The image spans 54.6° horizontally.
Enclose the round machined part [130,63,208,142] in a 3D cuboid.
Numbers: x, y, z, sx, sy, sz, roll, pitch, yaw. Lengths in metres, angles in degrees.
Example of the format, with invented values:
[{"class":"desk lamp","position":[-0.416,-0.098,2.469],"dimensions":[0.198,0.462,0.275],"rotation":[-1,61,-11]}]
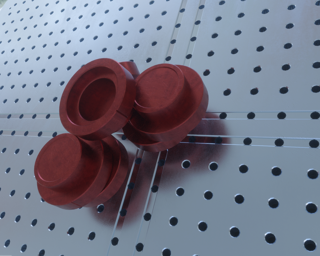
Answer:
[{"class":"round machined part","position":[0.003,-0.037,0.364],"dimensions":[0.098,0.042,0.098],"rotation":[-13,55,20]}]

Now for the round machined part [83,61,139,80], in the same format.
[{"class":"round machined part","position":[-0.072,-0.054,0.445],"dimensions":[0.098,0.098,0.042],"rotation":[-25,88,13]}]

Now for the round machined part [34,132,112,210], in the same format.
[{"class":"round machined part","position":[-0.111,0.045,0.374],"dimensions":[0.098,0.042,0.098],"rotation":[-13,56,21]}]

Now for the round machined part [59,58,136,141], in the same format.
[{"class":"round machined part","position":[-0.069,-0.031,0.371],"dimensions":[0.098,0.042,0.098],"rotation":[-12,64,27]}]

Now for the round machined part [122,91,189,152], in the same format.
[{"class":"round machined part","position":[-0.007,-0.023,0.389],"dimensions":[0.098,0.042,0.098],"rotation":[-13,56,21]}]

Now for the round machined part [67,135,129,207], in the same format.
[{"class":"round machined part","position":[-0.093,0.047,0.392],"dimensions":[0.098,0.042,0.098],"rotation":[-13,56,21]}]
